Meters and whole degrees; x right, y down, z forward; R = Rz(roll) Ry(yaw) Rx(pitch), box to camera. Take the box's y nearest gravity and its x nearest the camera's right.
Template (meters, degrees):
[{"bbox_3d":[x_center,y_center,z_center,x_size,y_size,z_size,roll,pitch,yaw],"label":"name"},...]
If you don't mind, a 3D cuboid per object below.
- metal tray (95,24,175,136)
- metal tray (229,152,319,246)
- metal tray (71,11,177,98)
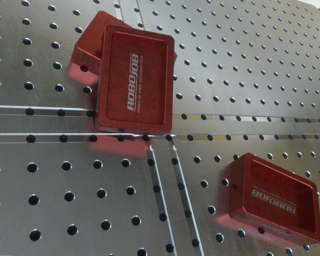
[{"bbox_3d":[-0.030,-0.059,0.392,0.091,0.030,0.129,6,78,-17],"label":"metal tray"},{"bbox_3d":[0.162,0.100,0.433,0.131,0.030,0.090,24,53,-14],"label":"metal tray"},{"bbox_3d":[-0.047,-0.102,0.444,0.131,0.030,0.090,27,52,-12],"label":"metal tray"}]
